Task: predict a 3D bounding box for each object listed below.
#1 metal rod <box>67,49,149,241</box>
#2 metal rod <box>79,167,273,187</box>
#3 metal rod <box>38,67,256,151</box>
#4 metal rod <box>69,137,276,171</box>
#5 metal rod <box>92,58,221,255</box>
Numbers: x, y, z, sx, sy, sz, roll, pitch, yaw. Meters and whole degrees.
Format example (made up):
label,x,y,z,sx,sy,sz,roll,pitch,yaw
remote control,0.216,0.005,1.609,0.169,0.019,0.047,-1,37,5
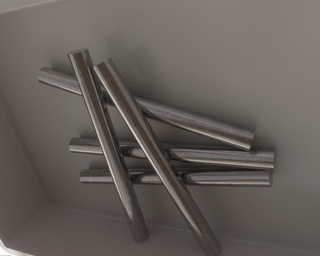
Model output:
label,x,y,z,sx,sy,sz,roll,pitch,yaw
metal rod,-0.064,0.040,0.430,0.025,0.025,0.298,0,119,28
metal rod,0.003,0.070,0.447,0.300,0.025,0.025,-5,116,30
metal rod,-0.030,-0.030,0.402,0.301,0.025,0.025,18,126,17
metal rod,-0.001,0.032,0.425,0.301,0.025,0.025,2,119,26
metal rod,0.003,0.049,0.401,0.025,0.025,0.299,-19,109,35
